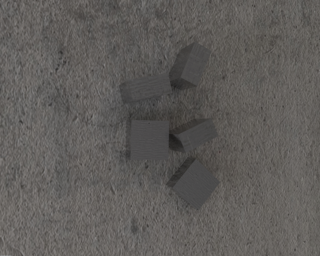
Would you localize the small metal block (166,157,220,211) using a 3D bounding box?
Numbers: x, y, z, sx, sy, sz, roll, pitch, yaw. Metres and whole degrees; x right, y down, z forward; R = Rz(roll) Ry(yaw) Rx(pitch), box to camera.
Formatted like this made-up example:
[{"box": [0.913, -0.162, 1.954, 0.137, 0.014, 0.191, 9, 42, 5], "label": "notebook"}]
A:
[{"box": [0.045, 0.076, 0.426, 0.050, 0.025, 0.050, 44, 76, -15], "label": "small metal block"}]

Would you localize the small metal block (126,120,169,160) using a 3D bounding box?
[{"box": [-0.017, 0.015, 0.403, 0.050, 0.025, 0.050, 1, 90, -20], "label": "small metal block"}]

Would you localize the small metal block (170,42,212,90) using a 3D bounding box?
[{"box": [0.037, -0.080, 0.409, 0.025, 0.050, 0.050, 25, 82, -19], "label": "small metal block"}]

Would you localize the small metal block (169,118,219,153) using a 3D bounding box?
[{"box": [0.040, 0.009, 0.410, 0.050, 0.050, 0.025, -25, 99, -18], "label": "small metal block"}]

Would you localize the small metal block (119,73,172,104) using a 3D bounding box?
[{"box": [-0.019, -0.049, 0.388, 0.050, 0.050, 0.025, -14, 95, -20], "label": "small metal block"}]
